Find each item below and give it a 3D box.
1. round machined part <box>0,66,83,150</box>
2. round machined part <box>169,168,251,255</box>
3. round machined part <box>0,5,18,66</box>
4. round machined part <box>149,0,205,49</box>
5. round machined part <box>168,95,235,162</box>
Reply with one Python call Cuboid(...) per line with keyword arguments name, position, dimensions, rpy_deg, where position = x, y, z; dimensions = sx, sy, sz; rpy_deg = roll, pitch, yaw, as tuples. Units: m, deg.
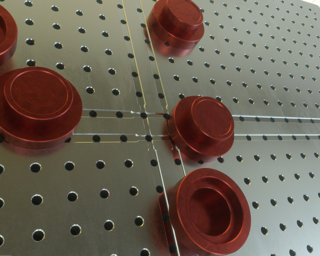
Cuboid(name="round machined part", position=(-0.135, -0.029, 0.342), dimensions=(0.099, 0.042, 0.098), rpy_deg=(13, 56, -21))
Cuboid(name="round machined part", position=(0.054, 0.100, 0.365), dimensions=(0.099, 0.042, 0.098), rpy_deg=(13, 56, -21))
Cuboid(name="round machined part", position=(-0.213, -0.101, 0.344), dimensions=(0.099, 0.042, 0.098), rpy_deg=(13, 56, -21))
Cuboid(name="round machined part", position=(0.034, -0.186, 0.528), dimensions=(0.099, 0.042, 0.098), rpy_deg=(13, 56, -21))
Cuboid(name="round machined part", position=(0.064, -0.005, 0.434), dimensions=(0.099, 0.042, 0.098), rpy_deg=(13, 56, -21))
